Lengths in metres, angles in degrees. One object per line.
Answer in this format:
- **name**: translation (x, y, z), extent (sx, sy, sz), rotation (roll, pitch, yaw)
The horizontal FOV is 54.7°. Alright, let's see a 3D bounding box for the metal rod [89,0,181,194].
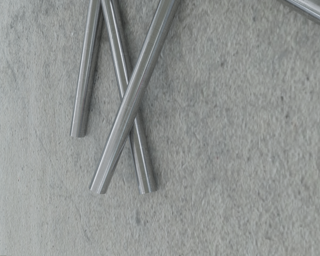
- **metal rod**: translation (-0.030, -0.053, 0.402), extent (0.025, 0.025, 0.298), rotation (27, 99, 36)

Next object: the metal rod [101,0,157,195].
- **metal rod**: translation (-0.047, -0.057, 0.441), extent (0.025, 0.025, 0.299), rotation (-20, 78, 38)

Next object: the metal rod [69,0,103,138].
- **metal rod**: translation (-0.110, -0.132, 0.492), extent (0.025, 0.025, 0.298), rotation (18, 101, 38)

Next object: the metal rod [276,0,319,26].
- **metal rod**: translation (0.112, -0.147, 0.311), extent (0.300, 0.025, 0.025), rotation (48, 118, 29)
